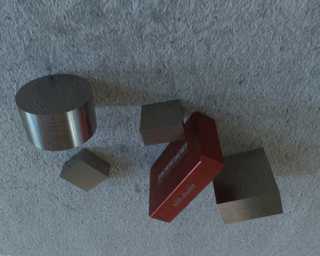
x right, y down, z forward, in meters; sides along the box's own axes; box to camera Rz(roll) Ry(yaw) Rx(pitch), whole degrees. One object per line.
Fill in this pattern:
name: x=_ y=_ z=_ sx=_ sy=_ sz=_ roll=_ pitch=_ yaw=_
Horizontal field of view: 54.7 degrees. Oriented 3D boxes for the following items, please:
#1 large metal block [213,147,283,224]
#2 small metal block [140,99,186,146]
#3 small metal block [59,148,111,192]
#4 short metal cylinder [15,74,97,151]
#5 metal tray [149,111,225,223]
large metal block: x=0.120 y=0.082 z=0.442 sx=0.080 sy=0.080 sz=0.050 roll=-15 pitch=129 yaw=12
small metal block: x=0.004 y=-0.008 z=0.384 sx=0.050 sy=0.050 sz=0.025 roll=-9 pitch=130 yaw=7
small metal block: x=-0.110 y=0.063 z=0.460 sx=0.050 sy=0.025 sz=0.050 roll=-36 pitch=122 yaw=26
short metal cylinder: x=-0.116 y=-0.019 z=0.353 sx=0.081 sy=0.080 sz=0.050 roll=1 pitch=130 yaw=-1
metal tray: x=0.029 y=0.053 z=0.409 sx=0.030 sy=0.090 sz=0.129 roll=22 pitch=127 yaw=-18
